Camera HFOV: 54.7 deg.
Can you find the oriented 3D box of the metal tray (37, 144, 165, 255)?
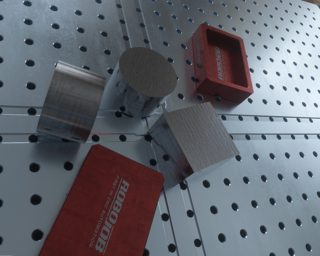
[{"bbox_3d":[-0.055,0.091,0.320,0.090,0.030,0.130,27,52,-11],"label":"metal tray"}]

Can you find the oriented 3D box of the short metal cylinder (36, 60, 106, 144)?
[{"bbox_3d":[-0.096,-0.027,0.338,0.050,0.080,0.080,18,55,-18],"label":"short metal cylinder"}]

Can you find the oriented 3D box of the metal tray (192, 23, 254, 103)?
[{"bbox_3d":[0.105,-0.112,0.529,0.091,0.030,0.130,13,56,-21],"label":"metal tray"}]

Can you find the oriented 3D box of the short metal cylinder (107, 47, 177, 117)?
[{"bbox_3d":[-0.024,-0.061,0.416,0.081,0.050,0.080,14,56,-21],"label":"short metal cylinder"}]

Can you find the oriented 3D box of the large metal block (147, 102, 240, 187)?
[{"bbox_3d":[0.043,0.019,0.403,0.081,0.050,0.080,-16,70,-34],"label":"large metal block"}]
